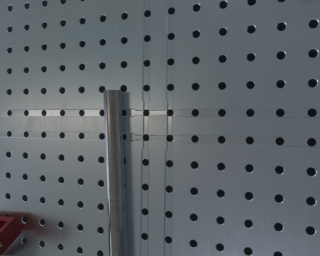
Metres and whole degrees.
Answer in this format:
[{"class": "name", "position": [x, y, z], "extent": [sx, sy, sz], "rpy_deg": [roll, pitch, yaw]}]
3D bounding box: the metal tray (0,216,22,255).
[{"class": "metal tray", "position": [-0.285, 0.186, 0.457], "extent": [0.090, 0.130, 0.030], "rpy_deg": [-3, 116, 20]}]

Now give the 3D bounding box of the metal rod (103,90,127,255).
[{"class": "metal rod", "position": [-0.061, 0.097, 0.434], "extent": [0.025, 0.025, 0.298], "rpy_deg": [-2, 89, 20]}]
